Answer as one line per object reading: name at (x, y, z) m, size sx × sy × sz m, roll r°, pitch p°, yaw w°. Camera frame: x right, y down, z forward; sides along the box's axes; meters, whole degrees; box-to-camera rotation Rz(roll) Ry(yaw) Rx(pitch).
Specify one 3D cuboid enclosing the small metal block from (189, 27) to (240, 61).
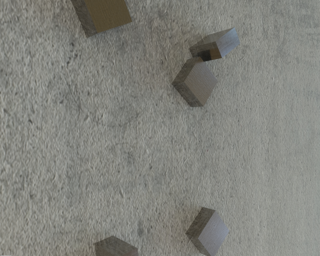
small metal block at (0.080, -0.121, 0.455) m, size 0.050 × 0.050 × 0.025 m, roll -41°, pitch 115°, yaw -32°

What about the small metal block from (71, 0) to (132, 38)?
small metal block at (-0.066, -0.135, 0.349) m, size 0.050 × 0.025 × 0.050 m, roll -33°, pitch 111°, yaw -35°

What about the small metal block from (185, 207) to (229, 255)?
small metal block at (0.072, 0.157, 0.465) m, size 0.050 × 0.025 × 0.050 m, roll -49°, pitch 119°, yaw -29°

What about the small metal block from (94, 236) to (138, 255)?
small metal block at (-0.048, 0.156, 0.349) m, size 0.025 × 0.050 × 0.050 m, roll -10°, pitch 97°, yaw -40°

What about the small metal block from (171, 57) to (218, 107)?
small metal block at (0.051, -0.066, 0.447) m, size 0.050 × 0.025 × 0.050 m, roll 46°, pitch 62°, yaw -30°
